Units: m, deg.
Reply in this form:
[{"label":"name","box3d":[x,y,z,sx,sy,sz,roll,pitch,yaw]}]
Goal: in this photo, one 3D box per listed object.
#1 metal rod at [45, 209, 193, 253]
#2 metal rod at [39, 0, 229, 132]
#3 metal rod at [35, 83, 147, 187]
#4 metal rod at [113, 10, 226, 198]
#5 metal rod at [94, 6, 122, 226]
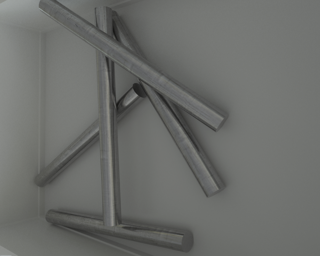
[{"label":"metal rod","box3d":[-0.082,0.150,0.471,0.300,0.025,0.025,-5,87,39]},{"label":"metal rod","box3d":[-0.045,-0.090,0.393,0.300,0.025,0.025,36,113,17]},{"label":"metal rod","box3d":[-0.127,0.025,0.508,0.299,0.025,0.025,-38,67,33]},{"label":"metal rod","box3d":[-0.005,-0.047,0.409,0.025,0.025,0.299,-44,64,31]},{"label":"metal rod","box3d":[-0.073,-0.017,0.430,0.025,0.025,0.298,-5,87,39]}]
